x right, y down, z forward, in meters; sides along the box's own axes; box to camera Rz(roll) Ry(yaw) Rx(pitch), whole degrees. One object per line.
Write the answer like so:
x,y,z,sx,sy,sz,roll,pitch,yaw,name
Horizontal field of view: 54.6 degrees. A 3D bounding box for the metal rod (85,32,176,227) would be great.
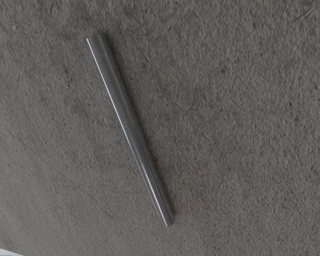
-0.033,0.017,0.435,0.025,0.025,0.299,-6,116,31,metal rod
